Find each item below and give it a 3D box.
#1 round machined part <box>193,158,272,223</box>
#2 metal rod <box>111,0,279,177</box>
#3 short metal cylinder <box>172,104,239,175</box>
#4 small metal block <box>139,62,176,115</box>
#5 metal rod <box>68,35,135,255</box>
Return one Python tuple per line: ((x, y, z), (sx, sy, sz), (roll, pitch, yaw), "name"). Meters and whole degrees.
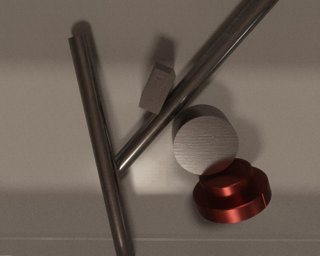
((0.089, 0.074, 0.401), (0.098, 0.098, 0.042), (-18, 109, 6), "round machined part")
((0.033, -0.049, 0.393), (0.025, 0.025, 0.299), (38, 105, -13), "metal rod")
((0.057, 0.014, 0.404), (0.081, 0.050, 0.079), (0, 110, -1), "short metal cylinder")
((-0.004, -0.050, 0.380), (0.025, 0.050, 0.050), (23, 108, -8), "small metal block")
((-0.072, 0.035, 0.401), (0.025, 0.025, 0.298), (-9, 102, 3), "metal rod")
